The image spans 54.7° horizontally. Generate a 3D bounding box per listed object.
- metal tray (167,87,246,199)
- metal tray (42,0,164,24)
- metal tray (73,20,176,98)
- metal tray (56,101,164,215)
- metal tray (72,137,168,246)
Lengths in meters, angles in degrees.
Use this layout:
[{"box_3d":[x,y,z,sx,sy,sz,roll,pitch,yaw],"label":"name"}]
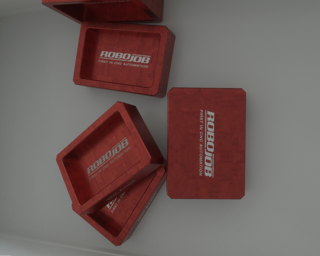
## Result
[{"box_3d":[0.054,0.018,0.373,0.091,0.030,0.129,1,90,-1],"label":"metal tray"},{"box_3d":[-0.071,-0.163,0.400,0.130,0.090,0.030,5,92,20],"label":"metal tray"},{"box_3d":[-0.051,-0.095,0.425,0.130,0.030,0.089,11,94,19],"label":"metal tray"},{"box_3d":[-0.068,0.040,0.393,0.130,0.030,0.090,-38,66,21],"label":"metal tray"},{"box_3d":[-0.054,0.082,0.426,0.090,0.030,0.129,34,101,16],"label":"metal tray"}]
